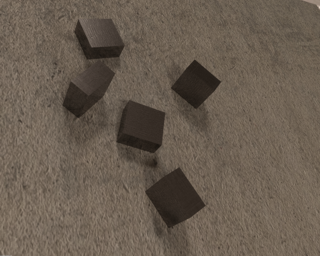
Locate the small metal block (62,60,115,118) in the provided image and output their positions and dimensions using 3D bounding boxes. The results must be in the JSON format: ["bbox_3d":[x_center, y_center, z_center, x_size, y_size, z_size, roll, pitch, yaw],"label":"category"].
[{"bbox_3d":[-0.085,-0.046,0.371,0.025,0.050,0.050,40,51,-2],"label":"small metal block"}]

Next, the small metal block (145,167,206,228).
[{"bbox_3d":[0.016,0.079,0.349,0.025,0.050,0.050,-26,76,-37],"label":"small metal block"}]

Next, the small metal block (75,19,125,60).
[{"bbox_3d":[-0.085,-0.126,0.436,0.050,0.025,0.050,-14,69,-34],"label":"small metal block"}]

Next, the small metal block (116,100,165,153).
[{"bbox_3d":[-0.023,-0.001,0.393,0.050,0.025,0.050,19,54,-18],"label":"small metal block"}]

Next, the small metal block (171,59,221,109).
[{"bbox_3d":[0.052,-0.063,0.457,0.050,0.050,0.025,40,51,-2],"label":"small metal block"}]
